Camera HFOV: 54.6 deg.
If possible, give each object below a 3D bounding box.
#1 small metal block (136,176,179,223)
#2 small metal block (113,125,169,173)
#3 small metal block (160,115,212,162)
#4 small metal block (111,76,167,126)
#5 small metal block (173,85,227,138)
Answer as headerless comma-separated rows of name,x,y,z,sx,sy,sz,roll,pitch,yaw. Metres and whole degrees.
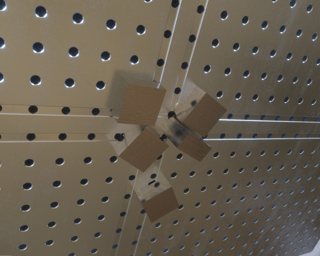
small metal block,-0.003,0.110,0.477,0.050,0.025,0.050,-27,128,-11
small metal block,-0.025,0.024,0.412,0.050,0.025,0.050,-46,129,4
small metal block,0.035,0.014,0.422,0.050,0.050,0.025,32,100,-38
small metal block,-0.026,-0.032,0.377,0.050,0.025,0.050,5,116,-31
small metal block,0.056,-0.022,0.427,0.050,0.025,0.050,32,101,-38
